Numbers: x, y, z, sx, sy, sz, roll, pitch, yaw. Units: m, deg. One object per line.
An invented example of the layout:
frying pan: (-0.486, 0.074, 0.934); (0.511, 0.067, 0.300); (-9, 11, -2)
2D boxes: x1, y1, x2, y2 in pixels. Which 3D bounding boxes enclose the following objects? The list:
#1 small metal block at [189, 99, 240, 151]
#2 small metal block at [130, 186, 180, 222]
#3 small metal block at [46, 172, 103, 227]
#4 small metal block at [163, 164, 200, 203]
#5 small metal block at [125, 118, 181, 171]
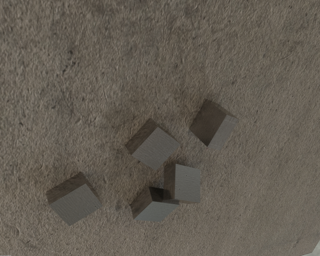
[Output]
small metal block: (0.073, -0.005, 0.427); (0.025, 0.050, 0.050); (17, 110, -35)
small metal block: (-0.008, 0.115, 0.465); (0.050, 0.025, 0.050); (18, 127, -35)
small metal block: (-0.111, 0.093, 0.404); (0.050, 0.025, 0.050); (-30, 129, -9)
small metal block: (0.033, 0.084, 0.459); (0.050, 0.025, 0.050); (18, 64, -35)
small metal block: (-0.009, 0.023, 0.416); (0.050, 0.025, 0.050); (-48, 129, 5)
